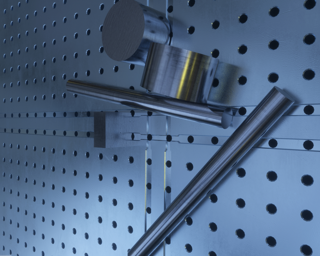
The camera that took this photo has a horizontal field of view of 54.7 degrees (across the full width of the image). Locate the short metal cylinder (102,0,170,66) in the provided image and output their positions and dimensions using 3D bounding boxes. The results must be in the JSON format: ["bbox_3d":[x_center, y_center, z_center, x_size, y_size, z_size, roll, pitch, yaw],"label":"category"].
[{"bbox_3d":[-0.033,-0.127,0.421,0.080,0.050,0.079,0,90,40],"label":"short metal cylinder"}]

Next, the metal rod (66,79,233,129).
[{"bbox_3d":[-0.038,-0.042,0.440,0.300,0.025,0.025,15,100,39],"label":"metal rod"}]

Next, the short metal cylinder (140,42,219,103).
[{"bbox_3d":[0.022,-0.063,0.355,0.080,0.081,0.050,24,105,37],"label":"short metal cylinder"}]

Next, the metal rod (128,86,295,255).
[{"bbox_3d":[0.044,0.074,0.372,0.025,0.025,0.298,51,120,28],"label":"metal rod"}]

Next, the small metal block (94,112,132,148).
[{"bbox_3d":[-0.068,0.002,0.449,0.025,0.050,0.050,0,90,40],"label":"small metal block"}]
